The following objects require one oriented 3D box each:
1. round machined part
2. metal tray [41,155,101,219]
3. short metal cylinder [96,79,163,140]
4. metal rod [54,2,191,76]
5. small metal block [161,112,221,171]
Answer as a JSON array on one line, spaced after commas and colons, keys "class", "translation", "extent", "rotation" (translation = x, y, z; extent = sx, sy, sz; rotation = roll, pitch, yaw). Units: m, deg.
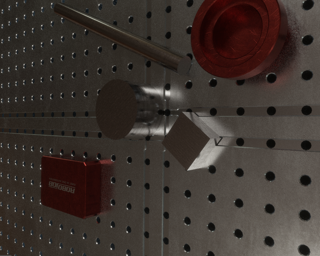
[{"class": "round machined part", "translation": [0.085, -0.099, 0.327], "extent": [0.098, 0.042, 0.097], "rotation": [0, 90, 39]}, {"class": "metal tray", "translation": [-0.156, 0.096, 0.532], "extent": [0.130, 0.030, 0.089], "rotation": [2, 91, 39]}, {"class": "short metal cylinder", "translation": [-0.043, -0.024, 0.426], "extent": [0.080, 0.050, 0.079], "rotation": [0, 90, 39]}, {"class": "metal rod", "translation": [-0.074, -0.144, 0.467], "extent": [0.300, 0.025, 0.025], "rotation": [33, 110, 34]}, {"class": "small metal block", "translation": [0.037, 0.015, 0.377], "extent": [0.050, 0.025, 0.050], "rotation": [46, 117, 29]}]
